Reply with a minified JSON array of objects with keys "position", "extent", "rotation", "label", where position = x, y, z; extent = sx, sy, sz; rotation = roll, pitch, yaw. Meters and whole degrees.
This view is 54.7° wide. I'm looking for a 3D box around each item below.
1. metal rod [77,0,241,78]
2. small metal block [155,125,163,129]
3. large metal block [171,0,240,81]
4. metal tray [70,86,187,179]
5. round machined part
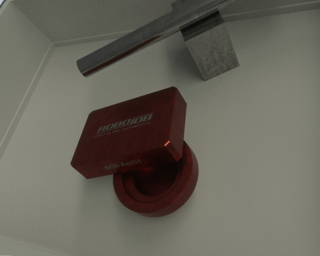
[{"position":[0.034,-0.135,0.366],"extent":[0.301,0.025,0.025],"rotation":[-23,53,13],"label":"metal rod"},{"position":[-0.026,-0.008,0.423],"extent":[0.050,0.025,0.050],"rotation":[-25,53,12],"label":"small metal block"},{"position":[0.061,-0.124,0.414],"extent":[0.050,0.080,0.080],"rotation":[-24,53,14],"label":"large metal block"},{"position":[-0.036,0.006,0.369],"extent":[0.130,0.030,0.090],"rotation":[-14,44,25],"label":"metal tray"},{"position":[-0.002,0.055,0.361],"extent":[0.098,0.042,0.098],"rotation":[-13,56,20],"label":"round machined part"}]
